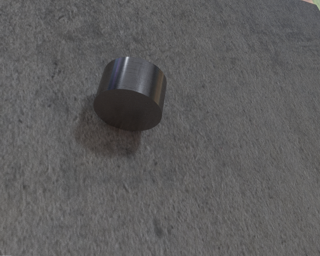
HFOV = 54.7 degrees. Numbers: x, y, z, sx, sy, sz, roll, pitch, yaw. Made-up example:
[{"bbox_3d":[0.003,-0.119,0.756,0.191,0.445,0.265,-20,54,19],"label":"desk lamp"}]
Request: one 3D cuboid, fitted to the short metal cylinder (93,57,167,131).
[{"bbox_3d":[-0.035,-0.039,0.375,0.080,0.080,0.050,20,54,-17],"label":"short metal cylinder"}]
